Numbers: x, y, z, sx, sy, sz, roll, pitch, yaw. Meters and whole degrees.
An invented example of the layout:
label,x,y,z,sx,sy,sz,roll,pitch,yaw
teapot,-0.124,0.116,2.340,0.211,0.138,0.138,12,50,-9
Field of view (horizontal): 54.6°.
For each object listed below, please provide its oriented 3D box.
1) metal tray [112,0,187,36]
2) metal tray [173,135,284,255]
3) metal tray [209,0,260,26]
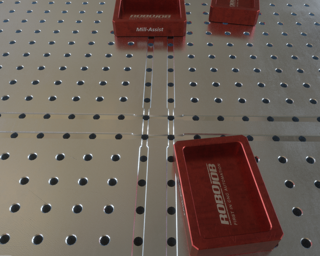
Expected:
label,x,y,z,sx,sy,sz,roll,pitch,yaw
metal tray,-0.018,-0.210,0.580,0.131,0.030,0.090,0,50,0
metal tray,0.068,0.070,0.345,0.091,0.030,0.130,-5,50,-5
metal tray,0.149,-0.257,0.621,0.090,0.030,0.130,8,50,7
